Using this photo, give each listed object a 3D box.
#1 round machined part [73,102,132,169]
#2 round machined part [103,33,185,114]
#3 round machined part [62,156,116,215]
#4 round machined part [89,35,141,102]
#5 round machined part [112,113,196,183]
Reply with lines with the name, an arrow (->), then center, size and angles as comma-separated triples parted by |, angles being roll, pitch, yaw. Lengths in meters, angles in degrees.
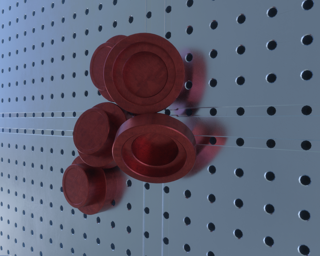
round machined part -> -0.087, 0.008, 0.452 | 0.098, 0.042, 0.098 | -9, 72, 29
round machined part -> -0.018, -0.066, 0.391 | 0.099, 0.042, 0.097 | 0, 96, 4
round machined part -> -0.119, 0.090, 0.493 | 0.098, 0.042, 0.097 | 0, 90, 39
round machined part -> -0.064, -0.086, 0.449 | 0.098, 0.042, 0.097 | 0, 90, 39
round machined part -> -0.005, 0.020, 0.378 | 0.098, 0.098, 0.042 | -41, 26, 32
